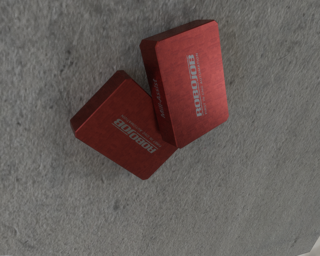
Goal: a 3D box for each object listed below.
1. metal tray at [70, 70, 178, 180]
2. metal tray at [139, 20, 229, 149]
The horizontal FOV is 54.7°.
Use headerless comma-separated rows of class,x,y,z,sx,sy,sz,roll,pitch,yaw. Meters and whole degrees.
metal tray,-0.033,0.002,0.388,0.090,0.030,0.130,-46,130,4
metal tray,0.034,-0.052,0.367,0.091,0.030,0.129,-29,121,-28
